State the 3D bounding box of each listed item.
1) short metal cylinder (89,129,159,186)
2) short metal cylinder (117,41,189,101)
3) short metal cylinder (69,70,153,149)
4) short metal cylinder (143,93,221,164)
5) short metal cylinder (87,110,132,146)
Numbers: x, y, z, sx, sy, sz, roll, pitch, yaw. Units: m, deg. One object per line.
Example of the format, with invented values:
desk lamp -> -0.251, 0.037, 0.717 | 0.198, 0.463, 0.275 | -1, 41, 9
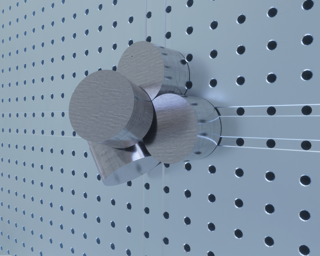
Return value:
short metal cylinder -> -0.046, 0.035, 0.409 | 0.080, 0.081, 0.050 | -41, 66, 32
short metal cylinder -> -0.010, -0.066, 0.398 | 0.080, 0.050, 0.079 | 0, 90, 39
short metal cylinder -> -0.055, -0.020, 0.352 | 0.080, 0.050, 0.080 | -5, 77, 21
short metal cylinder -> 0.025, 0.001, 0.370 | 0.080, 0.050, 0.079 | 0, 90, 39
short metal cylinder -> -0.066, -0.007, 0.426 | 0.080, 0.081, 0.050 | -41, 65, 32
